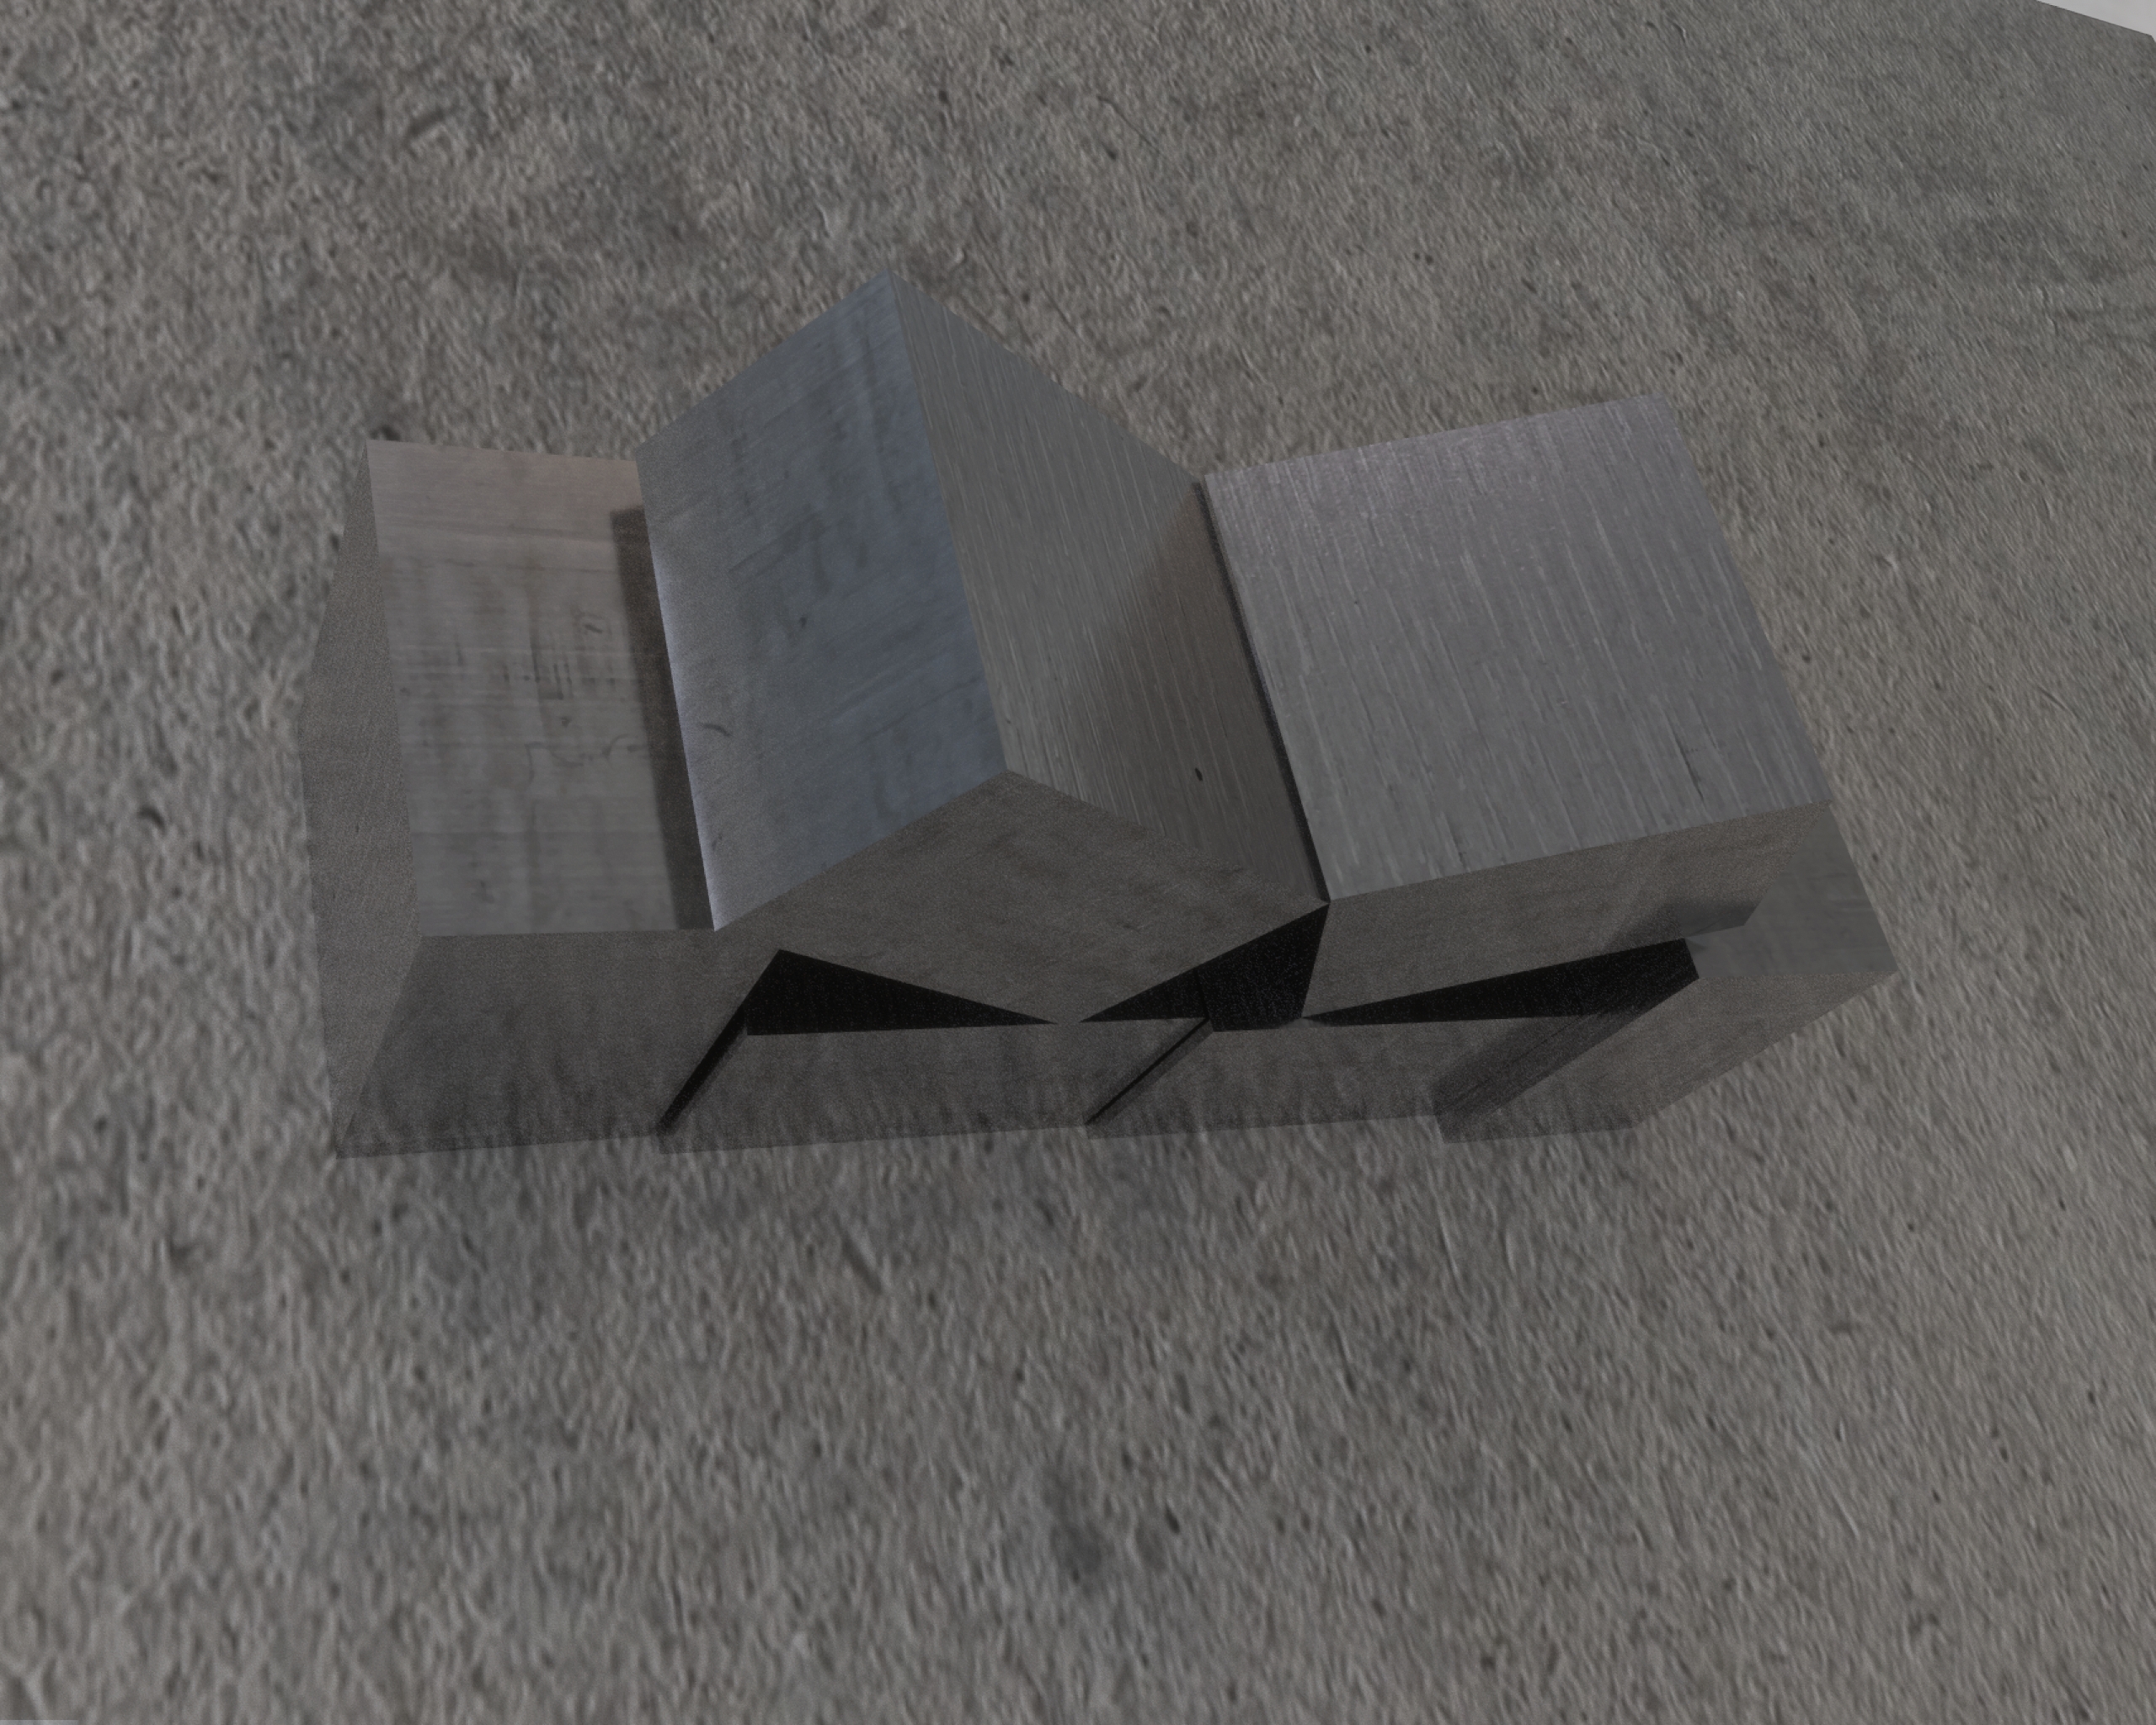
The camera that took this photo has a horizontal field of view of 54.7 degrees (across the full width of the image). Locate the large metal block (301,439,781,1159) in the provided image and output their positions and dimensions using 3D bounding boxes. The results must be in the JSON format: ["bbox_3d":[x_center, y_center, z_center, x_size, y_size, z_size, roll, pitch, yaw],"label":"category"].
[{"bbox_3d":[-0.087,-0.007,0.326,0.050,0.080,0.080,-1,62,-28],"label":"large metal block"}]

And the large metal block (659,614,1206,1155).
[{"bbox_3d":[-0.033,0.003,0.368,0.081,0.050,0.080,0,62,-28],"label":"large metal block"}]

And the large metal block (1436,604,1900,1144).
[{"bbox_3d":[0.105,0.004,0.422,0.050,0.080,0.080,0,62,-29],"label":"large metal block"}]

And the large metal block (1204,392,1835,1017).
[{"bbox_3d":[0.069,-0.027,0.358,0.081,0.050,0.080,-11,65,-5],"label":"large metal block"}]

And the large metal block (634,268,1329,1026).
[{"bbox_3d":[-0.014,-0.028,0.313,0.080,0.050,0.080,21,48,-52],"label":"large metal block"}]

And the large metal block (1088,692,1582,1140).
[{"bbox_3d":[0.039,0.005,0.406,0.081,0.050,0.080,0,62,-28],"label":"large metal block"}]
